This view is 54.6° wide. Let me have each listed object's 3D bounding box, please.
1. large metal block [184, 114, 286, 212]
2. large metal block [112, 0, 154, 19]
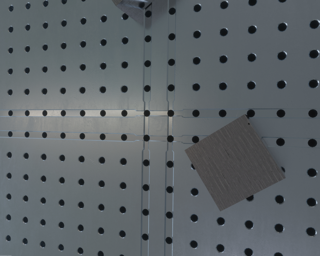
[{"bbox_3d":[0.089,0.039,0.368,0.080,0.050,0.080,-33,79,17],"label":"large metal block"},{"bbox_3d":[-0.038,-0.210,0.413,0.080,0.050,0.080,-37,78,16],"label":"large metal block"}]
